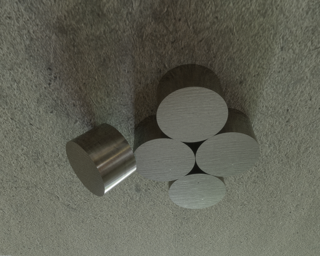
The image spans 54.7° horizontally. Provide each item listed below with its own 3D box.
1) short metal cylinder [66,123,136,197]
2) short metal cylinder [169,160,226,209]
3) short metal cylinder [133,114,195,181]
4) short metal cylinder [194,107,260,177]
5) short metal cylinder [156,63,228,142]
[{"bbox_3d":[-0.076,0.040,0.399,0.080,0.050,0.079,31,138,33],"label":"short metal cylinder"},{"bbox_3d":[0.053,0.075,0.456,0.081,0.050,0.079,0,130,0],"label":"short metal cylinder"},{"bbox_3d":[0.005,0.026,0.415,0.081,0.050,0.079,0,130,0],"label":"short metal cylinder"},{"bbox_3d":[0.085,0.019,0.409,0.081,0.050,0.079,0,130,0],"label":"short metal cylinder"},{"bbox_3d":[0.036,-0.029,0.368,0.081,0.050,0.079,0,130,0],"label":"short metal cylinder"}]
